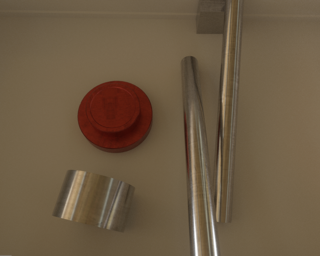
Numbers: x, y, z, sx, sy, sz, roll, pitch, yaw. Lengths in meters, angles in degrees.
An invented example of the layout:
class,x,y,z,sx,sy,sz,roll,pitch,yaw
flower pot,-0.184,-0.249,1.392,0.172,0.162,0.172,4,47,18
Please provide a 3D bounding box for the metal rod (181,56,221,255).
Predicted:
class,x,y,z,sx,sy,sz,roll,pitch,yaw
metal rod,0.040,0.015,0.342,0.025,0.025,0.300,1,46,0

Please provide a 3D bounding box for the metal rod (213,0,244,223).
class,x,y,z,sx,sy,sz,roll,pitch,yaw
metal rod,0.087,-0.035,0.395,0.025,0.025,0.298,5,80,1

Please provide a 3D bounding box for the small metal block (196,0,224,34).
class,x,y,z,sx,sy,sz,roll,pitch,yaw
small metal block,0.081,-0.165,0.458,0.050,0.050,0.025,0,70,0

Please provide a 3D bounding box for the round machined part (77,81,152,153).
class,x,y,z,sx,sy,sz,roll,pitch,yaw
round machined part,-0.059,-0.020,0.407,0.099,0.042,0.098,0,70,-1

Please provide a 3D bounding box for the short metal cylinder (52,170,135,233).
class,x,y,z,sx,sy,sz,roll,pitch,yaw
short metal cylinder,-0.073,0.083,0.349,0.080,0.080,0.050,12,71,4
